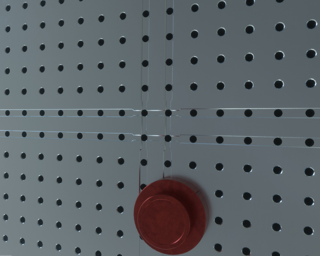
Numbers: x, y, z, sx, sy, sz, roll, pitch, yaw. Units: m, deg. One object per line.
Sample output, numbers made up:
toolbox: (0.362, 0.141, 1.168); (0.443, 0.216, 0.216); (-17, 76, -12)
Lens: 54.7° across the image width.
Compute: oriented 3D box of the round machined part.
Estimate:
round machined part: (0.011, 0.115, 0.399); (0.098, 0.042, 0.097); (0, 90, 19)
